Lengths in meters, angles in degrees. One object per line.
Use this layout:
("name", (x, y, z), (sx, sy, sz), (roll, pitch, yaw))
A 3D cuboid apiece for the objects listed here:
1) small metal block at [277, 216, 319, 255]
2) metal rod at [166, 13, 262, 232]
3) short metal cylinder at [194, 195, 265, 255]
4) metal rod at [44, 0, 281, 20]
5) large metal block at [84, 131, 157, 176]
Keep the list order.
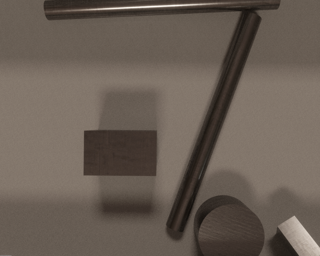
("small metal block", (0.175, 0.145, 0.392), (0.025, 0.050, 0.050), (-32, 57, 0))
("metal rod", (0.071, -0.008, 0.412), (0.025, 0.025, 0.299), (20, 90, -1))
("short metal cylinder", (0.087, 0.132, 0.400), (0.081, 0.050, 0.079), (0, 90, -1))
("metal rod", (0.002, -0.161, 0.406), (0.302, 0.025, 0.025), (-2, 90, 1))
("large metal block", (-0.044, 0.028, 0.383), (0.081, 0.080, 0.050), (1, 90, -1))
